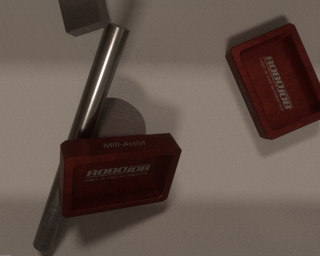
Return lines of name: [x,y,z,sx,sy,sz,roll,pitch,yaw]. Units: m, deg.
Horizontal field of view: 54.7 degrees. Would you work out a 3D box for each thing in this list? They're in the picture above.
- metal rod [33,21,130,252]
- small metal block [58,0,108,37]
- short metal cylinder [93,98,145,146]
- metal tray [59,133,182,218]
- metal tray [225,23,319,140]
metal rod: [-0.098,0.026,0.361,0.025,0.025,0.298,24,110,-1]
small metal block: [-0.100,-0.153,0.404,0.050,0.025,0.050,-13,91,14]
short metal cylinder: [-0.059,0.003,0.398,0.081,0.050,0.079,0,90,-1]
metal tray: [-0.047,0.054,0.361,0.131,0.030,0.089,-4,126,-25]
metal tray: [0.155,-0.060,0.410,0.090,0.030,0.129,-23,90,-1]
